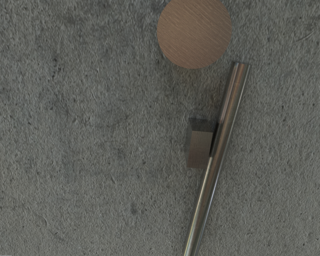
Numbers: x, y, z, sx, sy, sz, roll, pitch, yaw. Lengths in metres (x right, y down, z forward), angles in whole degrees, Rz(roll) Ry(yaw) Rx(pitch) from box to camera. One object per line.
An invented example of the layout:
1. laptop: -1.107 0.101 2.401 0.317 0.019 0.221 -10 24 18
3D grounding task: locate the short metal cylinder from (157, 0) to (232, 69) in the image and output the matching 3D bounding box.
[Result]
1. short metal cylinder: 0.037 -0.112 0.356 0.081 0.050 0.079 0 110 -1

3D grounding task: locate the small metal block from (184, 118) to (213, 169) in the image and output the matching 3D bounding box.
1. small metal block: 0.049 0.019 0.404 0.025 0.050 0.050 5 110 -2

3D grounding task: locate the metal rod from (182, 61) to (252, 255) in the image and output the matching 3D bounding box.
1. metal rod: 0.074 0.057 0.431 0.025 0.025 0.298 10 110 -4
